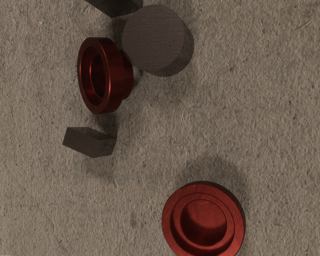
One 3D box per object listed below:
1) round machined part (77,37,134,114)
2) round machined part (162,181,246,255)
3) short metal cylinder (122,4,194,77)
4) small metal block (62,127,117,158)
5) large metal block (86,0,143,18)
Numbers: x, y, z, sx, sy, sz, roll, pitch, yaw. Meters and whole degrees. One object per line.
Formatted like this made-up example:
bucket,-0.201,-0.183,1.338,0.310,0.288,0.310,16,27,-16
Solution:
round machined part,-0.070,-0.069,0.407,0.098,0.042,0.097,19,114,51
round machined part,0.055,0.113,0.380,0.098,0.042,0.097,0,90,19
short metal cylinder,-0.001,-0.109,0.395,0.080,0.050,0.079,0,90,19
small metal block,-0.096,0.019,0.428,0.050,0.050,0.025,21,97,18
large metal block,-0.064,-0.200,0.401,0.050,0.080,0.080,-6,88,19
